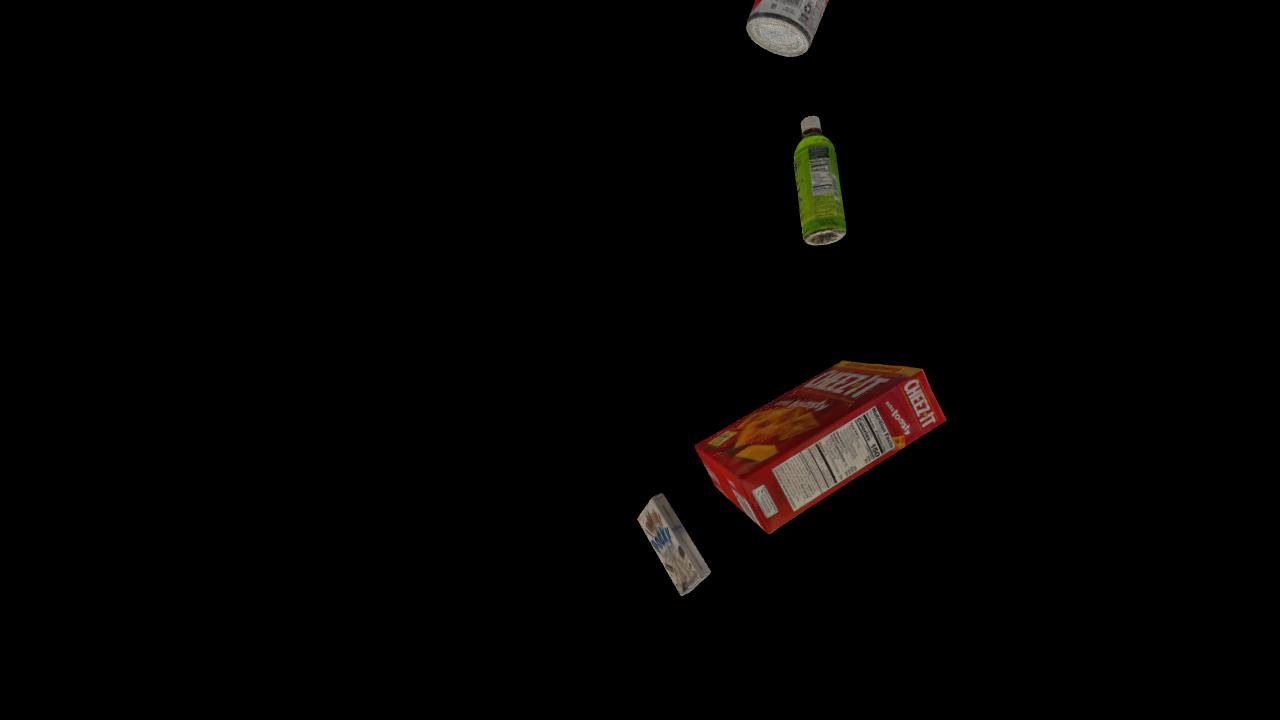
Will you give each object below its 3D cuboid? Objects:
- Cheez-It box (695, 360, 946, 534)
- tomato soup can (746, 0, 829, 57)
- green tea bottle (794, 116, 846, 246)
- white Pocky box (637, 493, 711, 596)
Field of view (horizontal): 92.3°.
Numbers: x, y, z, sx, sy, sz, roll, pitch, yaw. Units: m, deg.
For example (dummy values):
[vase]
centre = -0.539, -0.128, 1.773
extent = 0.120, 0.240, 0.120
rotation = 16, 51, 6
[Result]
[Cheez-It box]
centre = 0.188, 0.083, 0.678
extent = 0.223, 0.071, 0.166
rotation = -29, 9, -7
[tomato soup can]
centre = 0.151, -0.357, 0.592
extent = 0.068, 0.101, 0.068
rotation = 21, 3, -1
[green tea bottle]
centre = 0.293, -0.298, 1.011
extent = 0.073, 0.212, 0.073
rotation = -2, -10, 0
[white Pocky box]
centre = 0.055, 0.311, 1.040
extent = 0.028, 0.154, 0.084
rotation = -15, -32, -34
